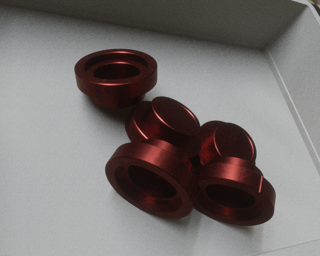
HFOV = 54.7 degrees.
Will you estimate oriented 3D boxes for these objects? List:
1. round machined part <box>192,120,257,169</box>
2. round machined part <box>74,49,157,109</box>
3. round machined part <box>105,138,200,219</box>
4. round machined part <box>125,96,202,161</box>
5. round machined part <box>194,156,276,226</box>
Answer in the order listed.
[{"bbox_3d":[0.092,0.031,0.425,0.099,0.042,0.098,14,56,-21],"label":"round machined part"},{"bbox_3d":[-0.053,-0.059,0.384,0.099,0.042,0.098,1,37,0],"label":"round machined part"},{"bbox_3d":[-0.004,0.049,0.326,0.098,0.097,0.042,35,52,-5],"label":"round machined part"},{"bbox_3d":[0.010,-0.002,0.381,0.099,0.042,0.098,24,32,-16],"label":"round machined part"},{"bbox_3d":[0.083,0.070,0.361,0.098,0.097,0.042,31,52,-9],"label":"round machined part"}]
